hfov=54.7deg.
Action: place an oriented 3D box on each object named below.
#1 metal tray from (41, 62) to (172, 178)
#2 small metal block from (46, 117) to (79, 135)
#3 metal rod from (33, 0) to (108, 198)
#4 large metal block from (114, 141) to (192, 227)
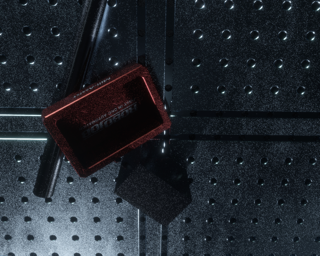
[{"bbox_3d":[-0.061,-0.010,0.374,0.131,0.030,0.090,-31,119,-12],"label":"metal tray"},{"bbox_3d":[-0.121,0.001,0.412,0.050,0.025,0.050,-7,110,2],"label":"small metal block"},{"bbox_3d":[-0.104,-0.054,0.371,0.025,0.025,0.298,17,101,-7],"label":"metal rod"},{"bbox_3d":[-0.008,0.069,0.410,0.080,0.080,0.050,37,106,-13],"label":"large metal block"}]
